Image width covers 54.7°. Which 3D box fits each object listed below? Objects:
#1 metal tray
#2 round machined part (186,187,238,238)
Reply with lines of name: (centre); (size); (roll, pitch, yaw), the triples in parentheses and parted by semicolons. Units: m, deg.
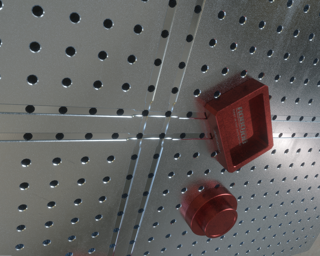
metal tray: (0.126, -0.001, 0.478); (0.090, 0.030, 0.129); (-29, 129, -10)
round machined part: (0.099, 0.157, 0.554); (0.099, 0.042, 0.097); (-14, 125, -21)
